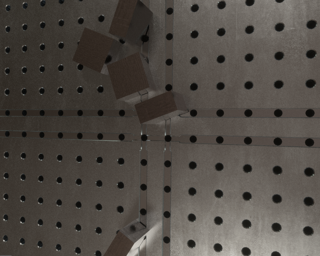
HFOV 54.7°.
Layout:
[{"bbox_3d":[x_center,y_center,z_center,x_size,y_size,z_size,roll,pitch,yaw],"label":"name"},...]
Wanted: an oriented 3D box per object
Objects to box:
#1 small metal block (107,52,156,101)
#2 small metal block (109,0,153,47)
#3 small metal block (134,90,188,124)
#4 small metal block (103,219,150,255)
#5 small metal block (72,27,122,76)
[{"bbox_3d":[-0.039,-0.069,0.425,0.050,0.025,0.050,-19,84,18],"label":"small metal block"},{"bbox_3d":[-0.038,-0.141,0.412,0.025,0.050,0.050,22,97,18],"label":"small metal block"},{"bbox_3d":[0.003,-0.025,0.398,0.050,0.050,0.025,-20,84,18],"label":"small metal block"},{"bbox_3d":[-0.046,0.157,0.414,0.025,0.050,0.050,34,101,16],"label":"small metal block"},{"bbox_3d":[-0.090,-0.109,0.443,0.050,0.025,0.050,26,98,17],"label":"small metal block"}]
